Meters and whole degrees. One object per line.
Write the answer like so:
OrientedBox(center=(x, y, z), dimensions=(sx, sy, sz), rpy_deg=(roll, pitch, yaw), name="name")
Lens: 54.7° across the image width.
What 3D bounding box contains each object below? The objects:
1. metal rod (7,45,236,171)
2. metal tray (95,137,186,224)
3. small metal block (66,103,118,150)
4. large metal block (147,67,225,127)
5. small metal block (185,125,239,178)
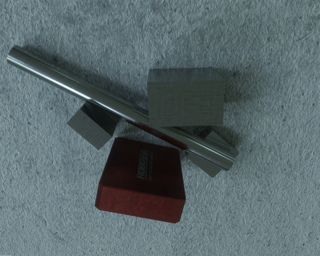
OrientedBox(center=(-0.044, -0.022, 0.388), dimensions=(0.301, 0.025, 0.025), rpy_deg=(27, 108, -5), name="metal rod")
OrientedBox(center=(-0.020, 0.056, 0.376), dimensions=(0.091, 0.130, 0.030), rpy_deg=(12, 110, -5), name="metal tray")
OrientedBox(center=(-0.084, -0.006, 0.394), dimensions=(0.050, 0.050, 0.025), rpy_deg=(43, 104, -14), name="small metal block")
OrientedBox(center=(0.027, -0.039, 0.366), dimensions=(0.081, 0.080, 0.050), rpy_deg=(-2, 110, 0), name="large metal block")
OrientedBox(center=(0.070, 0.032, 0.424), dimensions=(0.050, 0.025, 0.050), rpy_deg=(40, 105, -14), name="small metal block")
